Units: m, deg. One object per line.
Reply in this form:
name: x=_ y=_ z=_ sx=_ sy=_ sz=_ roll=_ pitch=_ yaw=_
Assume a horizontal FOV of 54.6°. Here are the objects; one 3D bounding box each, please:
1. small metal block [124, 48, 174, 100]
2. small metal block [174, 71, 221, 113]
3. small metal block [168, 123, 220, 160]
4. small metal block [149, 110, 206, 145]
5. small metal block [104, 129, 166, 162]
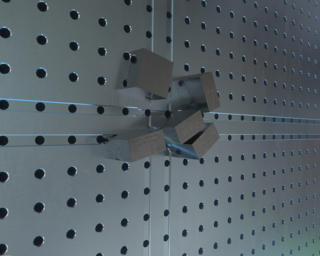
small metal block: x=-0.013 y=-0.067 z=0.397 sx=0.050 sy=0.025 sz=0.050 roll=17 pitch=79 yaw=-39
small metal block: x=0.052 y=-0.049 z=0.435 sx=0.025 sy=0.050 sz=0.050 roll=-28 pitch=108 yaw=-36
small metal block: x=0.046 y=0.017 z=0.430 sx=0.050 sy=0.050 sz=0.025 roll=-42 pitch=116 yaw=-32
small metal block: x=0.023 y=-0.002 z=0.411 sx=0.050 sy=0.050 sz=0.025 roll=-33 pitch=111 yaw=-35
small metal block: x=-0.030 y=0.019 z=0.367 sx=0.050 sy=0.050 sz=0.025 roll=-17 pitch=101 yaw=-39
